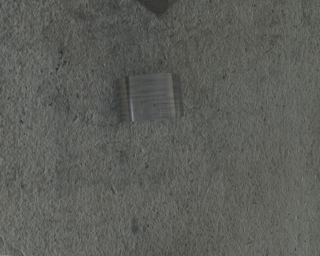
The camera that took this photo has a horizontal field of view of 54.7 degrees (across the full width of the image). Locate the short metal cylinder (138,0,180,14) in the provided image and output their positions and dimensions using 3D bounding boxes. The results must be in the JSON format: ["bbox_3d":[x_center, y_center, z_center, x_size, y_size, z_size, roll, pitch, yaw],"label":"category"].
[{"bbox_3d":[-0.001,-0.189,0.379,0.050,0.080,0.080,-44,104,-14],"label":"short metal cylinder"}]

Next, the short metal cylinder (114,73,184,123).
[{"bbox_3d":[-0.013,-0.035,0.375,0.081,0.080,0.050,-6,93,-20],"label":"short metal cylinder"}]
